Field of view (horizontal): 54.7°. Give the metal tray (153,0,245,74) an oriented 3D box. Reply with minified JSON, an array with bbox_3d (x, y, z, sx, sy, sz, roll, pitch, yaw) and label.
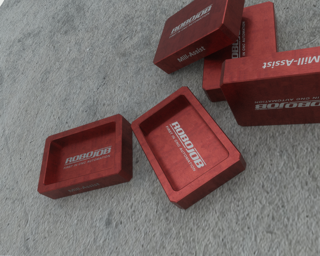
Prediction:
[{"bbox_3d":[0.051,-0.136,0.424,0.130,0.030,0.090,-16,51,49],"label":"metal tray"}]

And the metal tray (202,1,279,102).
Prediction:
[{"bbox_3d":[0.107,-0.101,0.406,0.090,0.030,0.130,-6,59,25],"label":"metal tray"}]

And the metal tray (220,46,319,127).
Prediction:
[{"bbox_3d":[0.136,-0.038,0.313,0.130,0.090,0.030,-3,61,27],"label":"metal tray"}]

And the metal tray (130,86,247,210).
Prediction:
[{"bbox_3d":[0.029,0.019,0.373,0.090,0.030,0.130,-35,51,4],"label":"metal tray"}]

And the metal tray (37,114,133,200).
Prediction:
[{"bbox_3d":[-0.102,0.040,0.429,0.130,0.030,0.090,-16,55,18],"label":"metal tray"}]
